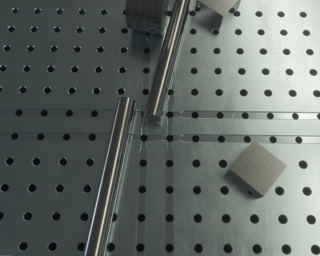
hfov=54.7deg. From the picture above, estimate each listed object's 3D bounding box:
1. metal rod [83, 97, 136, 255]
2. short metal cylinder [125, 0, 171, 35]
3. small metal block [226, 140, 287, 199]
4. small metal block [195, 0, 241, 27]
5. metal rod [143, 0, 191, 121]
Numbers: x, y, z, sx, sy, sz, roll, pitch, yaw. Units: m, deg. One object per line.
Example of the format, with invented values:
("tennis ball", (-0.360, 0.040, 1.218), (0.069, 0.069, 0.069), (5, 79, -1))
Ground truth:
("metal rod", (-0.069, 0.102, 0.373), (0.025, 0.025, 0.299), (9, 70, 3))
("short metal cylinder", (-0.015, -0.179, 0.448), (0.050, 0.080, 0.080), (11, 71, 4))
("small metal block", (0.122, 0.053, 0.393), (0.050, 0.025, 0.050), (40, 75, 13))
("small metal block", (0.091, -0.195, 0.483), (0.050, 0.025, 0.050), (38, 74, 12))
("metal rod", (0.024, -0.151, 0.466), (0.025, 0.025, 0.299), (13, 70, 4))
